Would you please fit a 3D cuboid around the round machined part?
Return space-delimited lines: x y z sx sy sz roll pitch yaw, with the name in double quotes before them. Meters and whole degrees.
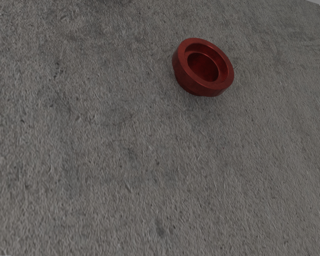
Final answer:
"round machined part" 0.062 -0.088 0.480 0.099 0.042 0.098 14 56 -21
